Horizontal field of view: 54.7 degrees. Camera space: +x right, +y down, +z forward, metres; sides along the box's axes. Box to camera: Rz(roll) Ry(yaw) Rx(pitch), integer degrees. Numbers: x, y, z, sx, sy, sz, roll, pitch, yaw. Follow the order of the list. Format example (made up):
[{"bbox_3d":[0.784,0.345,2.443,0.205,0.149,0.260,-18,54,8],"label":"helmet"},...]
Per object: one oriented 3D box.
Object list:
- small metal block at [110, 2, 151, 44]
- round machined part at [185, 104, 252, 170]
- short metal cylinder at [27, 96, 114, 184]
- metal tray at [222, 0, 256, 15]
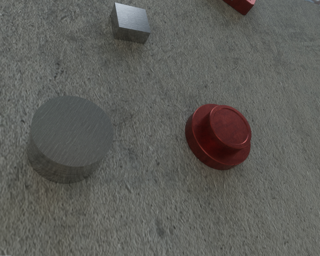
[{"bbox_3d":[-0.046,-0.161,0.477,0.050,0.025,0.050,2,61,-27],"label":"small metal block"},{"bbox_3d":[0.089,0.007,0.436,0.099,0.042,0.098,14,56,-21],"label":"round machined part"},{"bbox_3d":[-0.096,0.013,0.328,0.081,0.050,0.080,14,56,-21],"label":"short metal cylinder"},{"bbox_3d":[0.150,-0.311,0.670,0.130,0.030,0.090,33,51,-6],"label":"metal tray"}]
